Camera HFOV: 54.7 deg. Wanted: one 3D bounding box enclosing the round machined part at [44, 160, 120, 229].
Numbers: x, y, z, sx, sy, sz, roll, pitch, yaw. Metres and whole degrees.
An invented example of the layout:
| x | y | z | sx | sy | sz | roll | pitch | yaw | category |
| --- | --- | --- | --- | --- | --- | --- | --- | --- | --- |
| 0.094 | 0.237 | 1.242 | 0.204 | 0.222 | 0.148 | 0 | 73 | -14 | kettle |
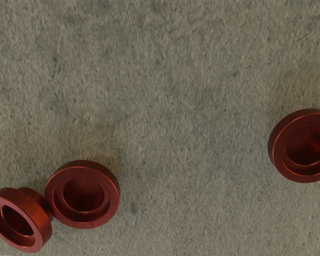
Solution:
| x | y | z | sx | sy | sz | roll | pitch | yaw | category |
| --- | --- | --- | --- | --- | --- | --- | --- | --- | --- |
| -0.104 | 0.088 | 0.432 | 0.099 | 0.042 | 0.097 | 0 | 110 | -1 | round machined part |

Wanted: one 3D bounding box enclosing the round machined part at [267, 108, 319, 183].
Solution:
| x | y | z | sx | sy | sz | roll | pitch | yaw | category |
| --- | --- | --- | --- | --- | --- | --- | --- | --- | --- |
| 0.192 | 0.020 | 0.411 | 0.099 | 0.042 | 0.097 | 0 | 110 | -1 | round machined part |

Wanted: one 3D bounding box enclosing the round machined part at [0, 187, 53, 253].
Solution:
| x | y | z | sx | sy | sz | roll | pitch | yaw | category |
| --- | --- | --- | --- | --- | --- | --- | --- | --- | --- |
| -0.190 | 0.122 | 0.430 | 0.098 | 0.042 | 0.097 | 11 | 121 | 20 | round machined part |
